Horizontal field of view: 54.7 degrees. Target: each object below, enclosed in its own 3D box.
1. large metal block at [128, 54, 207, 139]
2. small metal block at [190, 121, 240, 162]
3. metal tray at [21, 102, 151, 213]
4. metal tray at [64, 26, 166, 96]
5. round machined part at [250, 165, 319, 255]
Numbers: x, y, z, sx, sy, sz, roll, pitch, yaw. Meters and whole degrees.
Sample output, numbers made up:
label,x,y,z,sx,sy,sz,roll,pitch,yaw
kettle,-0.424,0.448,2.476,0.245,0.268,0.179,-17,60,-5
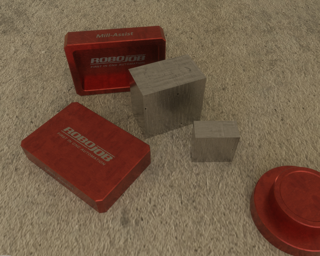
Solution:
label,x,y,z,sx,sy,sz,roll,pitch,yaw
large metal block,0.008,-0.040,0.401,0.081,0.080,0.050,-18,53,-15
small metal block,0.065,0.017,0.374,0.050,0.050,0.025,-1,50,-1
metal tray,-0.088,0.029,0.374,0.130,0.030,0.090,30,56,22
metal tray,-0.059,-0.093,0.438,0.131,0.089,0.030,-6,51,-6
round machined part,0.150,0.080,0.327,0.099,0.042,0.098,0,50,0
